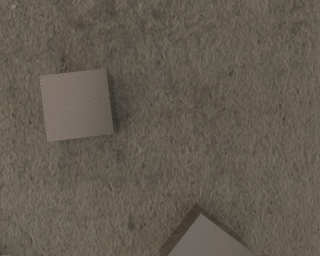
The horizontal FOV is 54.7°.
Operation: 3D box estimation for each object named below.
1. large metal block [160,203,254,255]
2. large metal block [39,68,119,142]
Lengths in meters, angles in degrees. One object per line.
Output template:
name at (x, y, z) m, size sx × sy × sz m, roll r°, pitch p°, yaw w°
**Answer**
large metal block at (0.056, 0.159, 0.398) m, size 0.080 × 0.050 × 0.080 m, roll 38°, pitch 90°, yaw -1°
large metal block at (-0.100, -0.028, 0.396) m, size 0.081 × 0.050 × 0.079 m, roll -7°, pitch 90°, yaw -1°
